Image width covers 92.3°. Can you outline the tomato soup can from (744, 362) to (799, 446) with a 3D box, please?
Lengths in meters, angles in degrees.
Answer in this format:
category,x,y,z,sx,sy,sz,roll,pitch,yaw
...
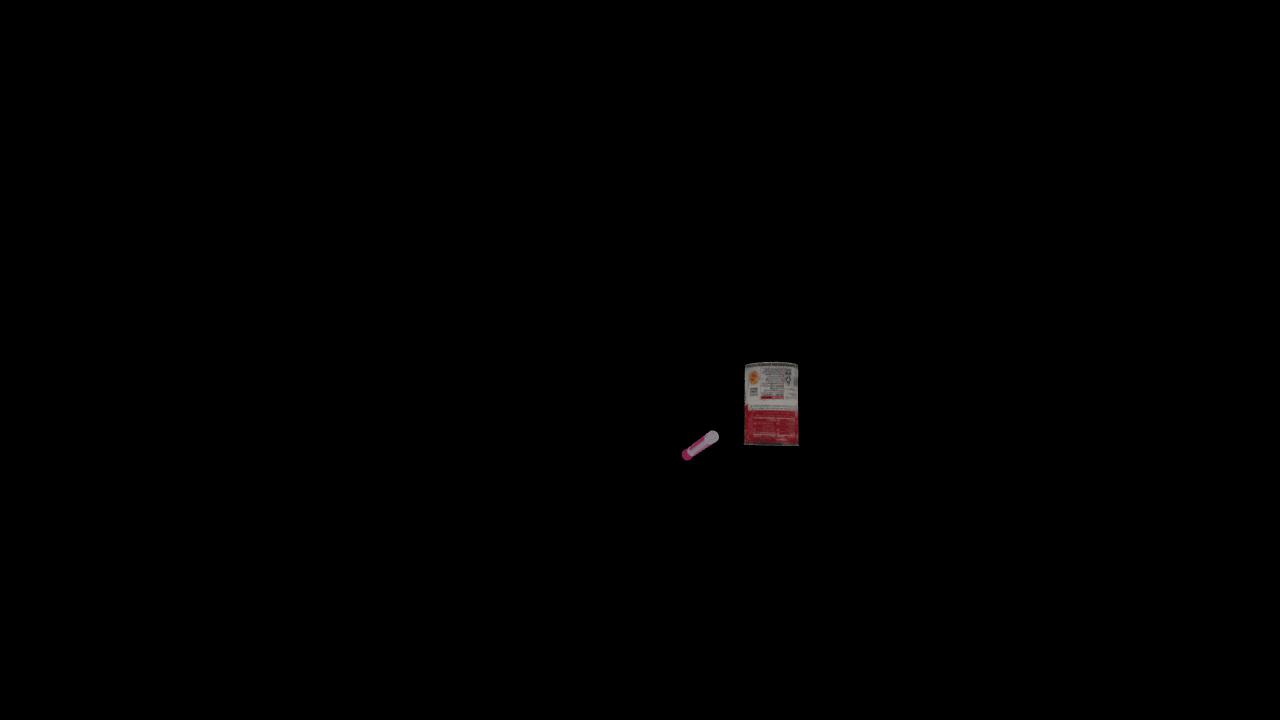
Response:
category,x,y,z,sx,sy,sz,roll,pitch,yaw
tomato soup can,0.163,0.056,0.767,0.068,0.101,0.068,1,-6,0

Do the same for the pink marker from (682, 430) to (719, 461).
category,x,y,z,sx,sy,sz,roll,pitch,yaw
pink marker,0.094,0.139,0.989,0.020,0.020,0.121,0,-23,-19
